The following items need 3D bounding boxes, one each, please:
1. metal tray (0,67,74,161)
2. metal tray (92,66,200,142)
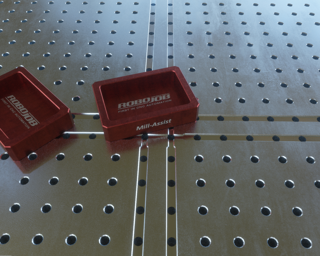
[{"bbox_3d":[-0.193,-0.025,0.424,0.090,0.030,0.130,-37,59,-27],"label":"metal tray"},{"bbox_3d":[-0.022,-0.037,0.435,0.131,0.030,0.090,-14,51,-11],"label":"metal tray"}]
